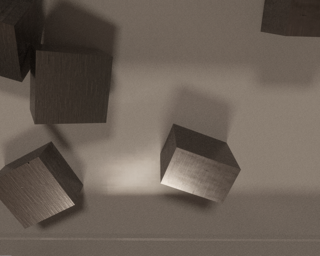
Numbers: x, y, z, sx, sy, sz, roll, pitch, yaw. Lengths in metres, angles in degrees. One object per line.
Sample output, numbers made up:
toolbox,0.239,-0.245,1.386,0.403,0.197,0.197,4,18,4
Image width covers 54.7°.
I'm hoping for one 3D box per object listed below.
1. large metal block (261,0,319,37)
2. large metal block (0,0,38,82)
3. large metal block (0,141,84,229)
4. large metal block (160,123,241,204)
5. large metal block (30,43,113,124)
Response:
large metal block,0.165,-0.128,0.337,0.081,0.080,0.050,1,110,-1
large metal block,-0.184,-0.106,0.338,0.080,0.050,0.080,16,142,-6
large metal block,-0.167,0.077,0.424,0.080,0.050,0.080,-27,108,9
large metal block,0.047,0.043,0.399,0.080,0.080,0.050,20,109,-8
large metal block,-0.106,-0.051,0.362,0.081,0.050,0.079,-2,113,-28
